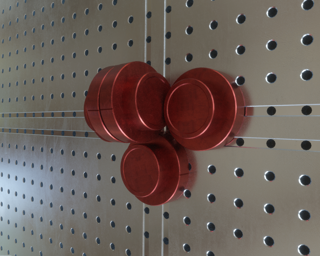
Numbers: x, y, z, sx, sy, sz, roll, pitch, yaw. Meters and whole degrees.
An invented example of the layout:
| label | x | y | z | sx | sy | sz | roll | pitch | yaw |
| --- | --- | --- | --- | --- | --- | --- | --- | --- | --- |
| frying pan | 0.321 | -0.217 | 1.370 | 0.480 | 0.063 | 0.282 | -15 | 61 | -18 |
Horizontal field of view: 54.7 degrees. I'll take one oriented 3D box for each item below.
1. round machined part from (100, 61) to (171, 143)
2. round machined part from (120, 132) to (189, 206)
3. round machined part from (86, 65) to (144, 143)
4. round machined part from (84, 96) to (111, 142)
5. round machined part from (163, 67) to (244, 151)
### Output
| label | x | y | z | sx | sy | sz | roll | pitch | yaw |
| --- | --- | --- | --- | --- | --- | --- | --- | --- | --- |
| round machined part | -0.020 | -0.031 | 0.369 | 0.042 | 0.099 | 0.097 | -1 | 90 | 40 |
| round machined part | -0.014 | 0.054 | 0.407 | 0.098 | 0.042 | 0.097 | 0 | 90 | 39 |
| round machined part | -0.054 | -0.030 | 0.396 | 0.042 | 0.099 | 0.097 | 2 | 91 | 40 |
| round machined part | -0.075 | -0.027 | 0.457 | 0.098 | 0.042 | 0.097 | 0 | 90 | 39 |
| round machined part | 0.043 | -0.022 | 0.360 | 0.098 | 0.042 | 0.097 | 0 | 90 | 39 |
